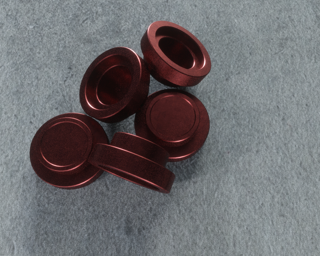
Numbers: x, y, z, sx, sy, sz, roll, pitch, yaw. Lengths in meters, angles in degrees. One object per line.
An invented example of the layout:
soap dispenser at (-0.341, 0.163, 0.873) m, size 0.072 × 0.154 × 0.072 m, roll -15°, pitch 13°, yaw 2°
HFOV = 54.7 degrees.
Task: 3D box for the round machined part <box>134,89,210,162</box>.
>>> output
round machined part at (0.016, -0.008, 0.402) m, size 0.099 × 0.042 × 0.098 m, roll 0°, pitch 70°, yaw -1°

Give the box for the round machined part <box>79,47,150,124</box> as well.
round machined part at (-0.054, -0.052, 0.403) m, size 0.098 × 0.042 × 0.098 m, roll -11°, pitch 66°, yaw 28°

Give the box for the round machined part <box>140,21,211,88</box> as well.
round machined part at (0.017, -0.094, 0.418) m, size 0.099 × 0.042 × 0.098 m, roll 19°, pitch 49°, yaw -23°

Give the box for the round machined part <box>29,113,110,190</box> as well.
round machined part at (-0.114, 0.025, 0.388) m, size 0.099 × 0.042 × 0.098 m, roll 0°, pitch 70°, yaw -1°

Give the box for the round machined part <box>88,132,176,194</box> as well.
round machined part at (-0.028, 0.037, 0.354) m, size 0.098 × 0.098 × 0.042 m, roll 20°, pitch 75°, yaw 7°
